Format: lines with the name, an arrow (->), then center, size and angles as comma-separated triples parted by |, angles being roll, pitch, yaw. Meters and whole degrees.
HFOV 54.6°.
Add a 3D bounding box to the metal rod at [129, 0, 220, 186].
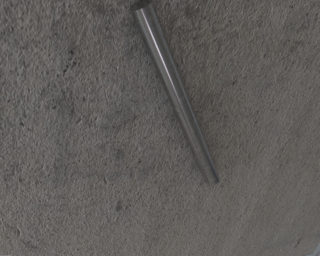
metal rod -> 0.033, -0.021, 0.410 | 0.025, 0.025, 0.299 | -32, 129, -7
